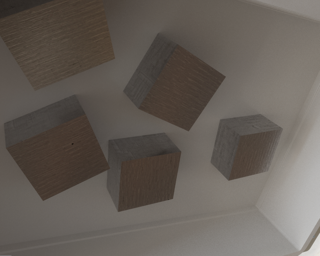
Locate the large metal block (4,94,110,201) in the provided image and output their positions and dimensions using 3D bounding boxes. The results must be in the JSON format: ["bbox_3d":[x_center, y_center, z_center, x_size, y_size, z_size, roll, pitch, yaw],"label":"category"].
[{"bbox_3d":[-0.112,0.021,0.345,0.080,0.050,0.080,-25,128,-13],"label":"large metal block"}]

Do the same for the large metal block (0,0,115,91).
[{"bbox_3d":[-0.092,-0.089,0.269,0.080,0.050,0.080,-26,152,-13],"label":"large metal block"}]

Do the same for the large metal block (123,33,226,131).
[{"bbox_3d":[0.017,-0.053,0.371,0.080,0.050,0.080,23,106,-37],"label":"large metal block"}]

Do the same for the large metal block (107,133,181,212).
[{"bbox_3d":[-0.024,0.057,0.416,0.081,0.050,0.079,-7,122,-25],"label":"large metal block"}]

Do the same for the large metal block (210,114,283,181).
[{"bbox_3d":[0.134,0.029,0.486,0.081,0.050,0.079,-8,122,-25],"label":"large metal block"}]
